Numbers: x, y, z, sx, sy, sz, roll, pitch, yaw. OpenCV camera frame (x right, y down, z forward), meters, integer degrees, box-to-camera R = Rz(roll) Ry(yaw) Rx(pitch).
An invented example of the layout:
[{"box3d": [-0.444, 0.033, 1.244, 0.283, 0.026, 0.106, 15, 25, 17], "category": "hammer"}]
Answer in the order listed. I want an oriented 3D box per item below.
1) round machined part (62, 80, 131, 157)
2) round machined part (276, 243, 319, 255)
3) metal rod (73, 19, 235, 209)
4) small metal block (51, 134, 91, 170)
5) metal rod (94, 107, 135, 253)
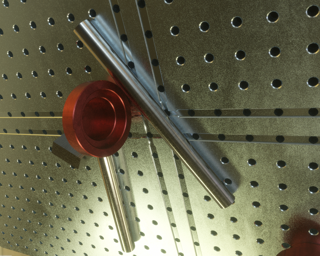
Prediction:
[{"box3d": [-0.086, -0.012, 0.403, 0.042, 0.099, 0.097, 3, 120, 37], "category": "round machined part"}, {"box3d": [0.203, 0.193, 0.413, 0.098, 0.042, 0.097, 13, 124, 21], "category": "round machined part"}, {"box3d": [-0.002, -0.012, 0.404, 0.025, 0.025, 0.300, -34, 100, 38], "category": "metal rod"}, {"box3d": [-0.130, 0.030, 0.482, 0.050, 0.050, 0.025, 30, 128, 9], "category": "small metal block"}, {"box3d": [-0.078, 0.093, 0.510, 0.025, 0.025, 0.298, 6, 121, 25], "category": "metal rod"}]
